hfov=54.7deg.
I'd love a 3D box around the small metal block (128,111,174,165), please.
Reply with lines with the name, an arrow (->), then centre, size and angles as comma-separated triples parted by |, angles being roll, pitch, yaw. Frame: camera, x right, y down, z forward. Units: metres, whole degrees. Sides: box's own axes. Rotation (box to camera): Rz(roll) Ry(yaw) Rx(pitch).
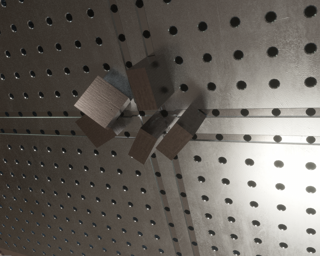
small metal block -> -0.012, 0.012, 0.408 | 0.025, 0.050, 0.050 | 33, 128, 7

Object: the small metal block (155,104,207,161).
small metal block -> 0.026, 0.005, 0.383 | 0.025, 0.050, 0.050 | 39, 129, 2

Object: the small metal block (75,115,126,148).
small metal block -> -0.087, -0.005, 0.452 | 0.050, 0.025, 0.050 | -30, 102, 37

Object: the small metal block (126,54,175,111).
small metal block -> -0.010, -0.054, 0.366 | 0.025, 0.050, 0.050 | -3, 117, 29

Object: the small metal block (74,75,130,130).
small metal block -> -0.075, -0.033, 0.411 | 0.050, 0.025, 0.050 | 36, 84, 3
